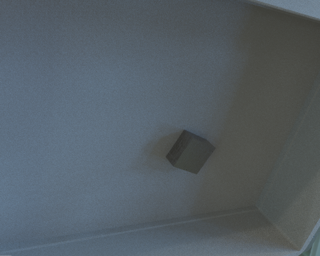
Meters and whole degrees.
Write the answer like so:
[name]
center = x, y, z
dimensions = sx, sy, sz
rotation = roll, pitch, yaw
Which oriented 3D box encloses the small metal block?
[small metal block]
center = 0.045, 0.036, 0.458
dimensions = 0.050, 0.025, 0.050
rotation = 23, 106, -37
